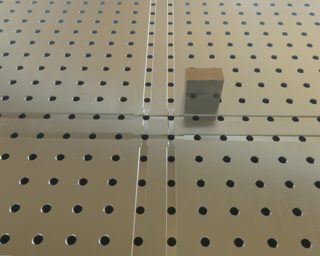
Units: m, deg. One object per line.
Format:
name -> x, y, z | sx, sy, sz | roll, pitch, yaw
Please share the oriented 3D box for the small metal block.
small metal block -> 0.061, -0.058, 0.440 | 0.050, 0.050, 0.025 | -1, 50, -1
